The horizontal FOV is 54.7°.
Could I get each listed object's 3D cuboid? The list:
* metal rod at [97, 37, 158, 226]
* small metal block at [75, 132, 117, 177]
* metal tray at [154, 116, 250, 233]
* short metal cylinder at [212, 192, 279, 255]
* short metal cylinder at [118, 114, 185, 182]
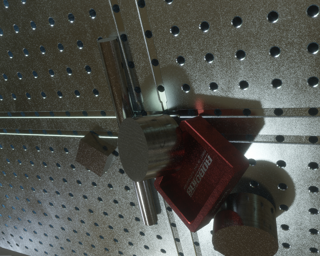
[{"bbox_3d":[-0.040,0.023,0.446,0.025,0.025,0.298,4,120,26],"label":"metal rod"},{"bbox_3d":[-0.102,0.042,0.491,0.050,0.025,0.050,31,128,8],"label":"small metal block"},{"bbox_3d":[0.046,0.061,0.397,0.090,0.030,0.129,47,134,29],"label":"metal tray"},{"bbox_3d":[0.110,0.130,0.405,0.080,0.050,0.079,7,130,9],"label":"short metal cylinder"},{"bbox_3d":[-0.013,0.024,0.393,0.080,0.050,0.079,17,111,55],"label":"short metal cylinder"}]
